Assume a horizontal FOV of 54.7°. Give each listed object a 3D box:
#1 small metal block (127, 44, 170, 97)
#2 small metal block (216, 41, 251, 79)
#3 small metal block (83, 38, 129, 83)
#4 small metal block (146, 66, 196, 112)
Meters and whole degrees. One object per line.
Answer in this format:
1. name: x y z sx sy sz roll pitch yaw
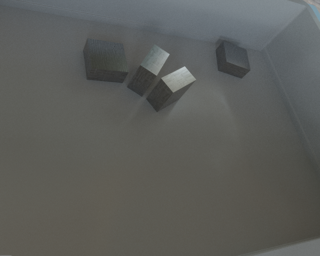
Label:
1. small metal block: -0.016 -0.080 0.431 0.025 0.050 0.050 33 51 -8
2. small metal block: 0.130 -0.122 0.552 0.050 0.025 0.050 14 56 -21
3. small metal block: -0.074 -0.091 0.422 0.050 0.025 0.050 1 61 -28
4. small metal block: 0.015 -0.054 0.432 0.050 0.050 0.025 -33 81 -38
